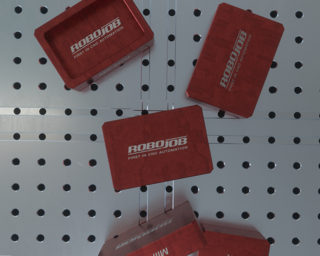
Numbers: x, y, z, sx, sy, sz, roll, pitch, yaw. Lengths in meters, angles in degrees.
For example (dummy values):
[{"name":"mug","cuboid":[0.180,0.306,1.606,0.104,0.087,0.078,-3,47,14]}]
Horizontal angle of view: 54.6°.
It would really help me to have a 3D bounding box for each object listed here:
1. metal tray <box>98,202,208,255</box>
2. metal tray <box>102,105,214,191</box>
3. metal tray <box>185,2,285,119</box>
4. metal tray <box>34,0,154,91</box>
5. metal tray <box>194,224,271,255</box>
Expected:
[{"name":"metal tray","cuboid":[-0.012,0.143,0.380,0.130,0.090,0.030,-26,90,0]},{"name":"metal tray","cuboid":[-0.003,0.025,0.411,0.131,0.030,0.090,-11,90,0]},{"name":"metal tray","cuboid":[0.097,-0.087,0.411,0.090,0.030,0.129,20,90,0]},{"name":"metal tray","cuboid":[-0.084,-0.120,0.410,0.130,0.030,0.090,-32,90,0]},{"name":"metal tray","cuboid":[0.088,0.202,0.412,0.090,0.030,0.129,9,90,0]}]
